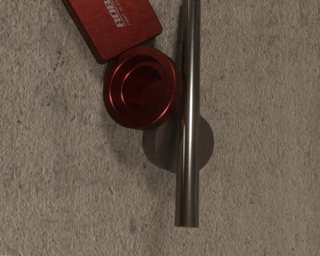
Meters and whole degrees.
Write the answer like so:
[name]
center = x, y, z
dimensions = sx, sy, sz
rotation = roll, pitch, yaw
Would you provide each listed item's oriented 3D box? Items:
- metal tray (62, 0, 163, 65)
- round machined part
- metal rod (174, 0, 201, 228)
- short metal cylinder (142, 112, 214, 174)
[metal tray]
center = -0.066, -0.156, 0.382
dimensions = 0.091, 0.030, 0.130
rotation = -32, 101, -17
[round machined part]
center = -0.017, -0.045, 0.376
dimensions = 0.042, 0.098, 0.097
rotation = 15, 83, -61
[metal rod]
center = 0.036, -0.037, 0.374
dimensions = 0.025, 0.025, 0.299
rotation = 11, 68, -20
[short metal cylinder]
center = 0.023, 0.018, 0.405
dimensions = 0.081, 0.050, 0.079
rotation = 0, 90, -21
